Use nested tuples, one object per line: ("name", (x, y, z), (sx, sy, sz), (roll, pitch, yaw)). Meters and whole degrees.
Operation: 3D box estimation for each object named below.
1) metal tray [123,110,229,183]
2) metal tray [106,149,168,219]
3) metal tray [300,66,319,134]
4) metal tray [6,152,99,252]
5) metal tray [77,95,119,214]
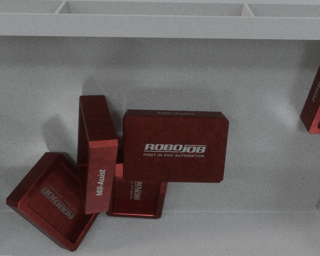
("metal tray", (0.019, 0.024, 0.405), (0.131, 0.030, 0.089), (1, 108, -2))
("metal tray", (-0.037, 0.090, 0.481), (0.091, 0.030, 0.129), (4, 130, -4))
("metal tray", (0.233, -0.050, 0.364), (0.091, 0.030, 0.129), (0, 130, -1))
("metal tray", (-0.145, 0.109, 0.455), (0.030, 0.090, 0.130), (2, 137, 35))
("metal tray", (-0.083, 0.035, 0.391), (0.030, 0.090, 0.129), (-4, 133, -21))
